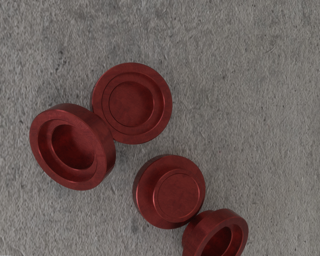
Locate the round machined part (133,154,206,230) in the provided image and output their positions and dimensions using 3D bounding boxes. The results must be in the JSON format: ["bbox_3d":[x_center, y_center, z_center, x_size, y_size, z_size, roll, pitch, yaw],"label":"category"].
[{"bbox_3d":[0.017,0.085,0.406,0.099,0.042,0.097,0,90,-20],"label":"round machined part"}]

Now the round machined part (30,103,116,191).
[{"bbox_3d":[-0.092,0.018,0.347,0.098,0.098,0.042,60,31,-11],"label":"round machined part"}]

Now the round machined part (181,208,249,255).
[{"bbox_3d":[0.068,0.150,0.413,0.099,0.042,0.097,-15,117,-30],"label":"round machined part"}]

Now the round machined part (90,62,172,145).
[{"bbox_3d":[-0.038,-0.029,0.386,0.099,0.042,0.097,0,90,-20],"label":"round machined part"}]
